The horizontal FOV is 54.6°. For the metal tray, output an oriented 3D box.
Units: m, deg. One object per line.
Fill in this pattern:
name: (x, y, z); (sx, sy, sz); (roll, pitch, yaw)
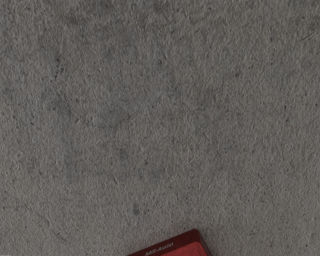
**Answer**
metal tray: (0.019, 0.223, 0.489); (0.130, 0.030, 0.090); (-25, 108, 8)
